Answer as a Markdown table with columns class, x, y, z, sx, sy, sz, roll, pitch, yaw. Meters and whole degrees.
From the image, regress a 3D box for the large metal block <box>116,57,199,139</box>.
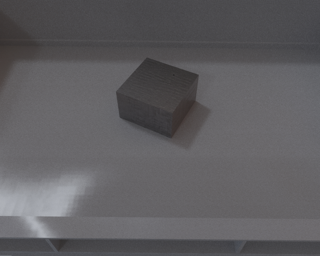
| class | x | y | z | sx | sy | sz | roll | pitch | yaw |
| --- | --- | --- | --- | --- | --- | --- | --- | --- | --- |
| large metal block | -0.002 | -0.043 | 0.425 | 0.080 | 0.050 | 0.080 | 22 | 53 | 17 |
